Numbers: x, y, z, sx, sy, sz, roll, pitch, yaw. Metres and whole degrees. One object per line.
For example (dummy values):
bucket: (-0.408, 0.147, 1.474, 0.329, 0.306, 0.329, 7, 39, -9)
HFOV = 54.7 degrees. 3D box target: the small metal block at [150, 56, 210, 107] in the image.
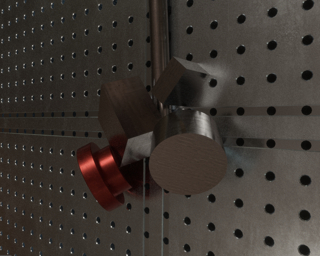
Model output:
small metal block: (0.025, -0.054, 0.371, 0.025, 0.050, 0.050, 49, 119, 28)

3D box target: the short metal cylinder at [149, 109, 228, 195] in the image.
short metal cylinder: (0.030, 0.026, 0.339, 0.080, 0.080, 0.050, -53, 16, 26)

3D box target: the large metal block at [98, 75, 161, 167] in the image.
large metal block: (-0.040, -0.007, 0.402, 0.080, 0.050, 0.080, 61, 154, 22)

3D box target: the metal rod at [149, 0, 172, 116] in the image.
metal rod: (-0.002, -0.149, 0.408, 0.025, 0.025, 0.298, -4, 88, 39)

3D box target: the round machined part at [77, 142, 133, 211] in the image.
round machined part: (-0.072, 0.062, 0.432, 0.042, 0.098, 0.098, -28, 69, -1)
